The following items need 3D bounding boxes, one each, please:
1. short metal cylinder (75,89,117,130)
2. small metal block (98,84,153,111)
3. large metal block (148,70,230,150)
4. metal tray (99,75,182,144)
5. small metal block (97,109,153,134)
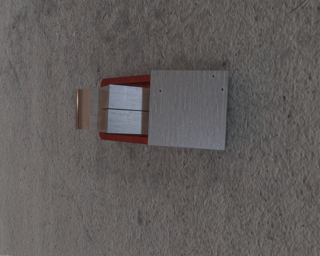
[{"bbox_3d":[-0.071,-0.023,0.413,0.080,0.081,0.050,2,91,40],"label":"short metal cylinder"},{"bbox_3d":[-0.040,-0.033,0.355,0.050,0.050,0.025,-176,88,-66],"label":"small metal block"},{"bbox_3d":[0.034,-0.020,0.343,0.080,0.050,0.079,3,92,14],"label":"large metal block"},{"bbox_3d":[-0.029,-0.025,0.427,0.130,0.030,0.089,3,92,40],"label":"metal tray"},{"bbox_3d":[-0.041,-0.007,0.355,0.050,0.050,0.025,-176,88,-66],"label":"small metal block"}]
